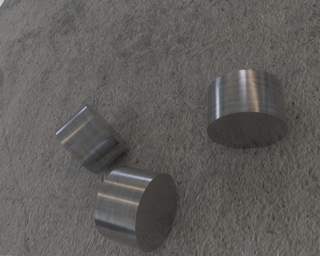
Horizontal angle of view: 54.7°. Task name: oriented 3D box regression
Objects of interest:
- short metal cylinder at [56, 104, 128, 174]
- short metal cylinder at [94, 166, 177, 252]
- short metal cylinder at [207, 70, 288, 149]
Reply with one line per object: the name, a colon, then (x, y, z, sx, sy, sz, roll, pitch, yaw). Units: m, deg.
short metal cylinder: (-0.088, 0.014, 0.406, 0.050, 0.080, 0.080, -43, 51, -1)
short metal cylinder: (-0.023, 0.084, 0.329, 0.050, 0.080, 0.080, 6, 65, 31)
short metal cylinder: (0.091, -0.017, 0.331, 0.080, 0.080, 0.050, -8, 58, 24)
